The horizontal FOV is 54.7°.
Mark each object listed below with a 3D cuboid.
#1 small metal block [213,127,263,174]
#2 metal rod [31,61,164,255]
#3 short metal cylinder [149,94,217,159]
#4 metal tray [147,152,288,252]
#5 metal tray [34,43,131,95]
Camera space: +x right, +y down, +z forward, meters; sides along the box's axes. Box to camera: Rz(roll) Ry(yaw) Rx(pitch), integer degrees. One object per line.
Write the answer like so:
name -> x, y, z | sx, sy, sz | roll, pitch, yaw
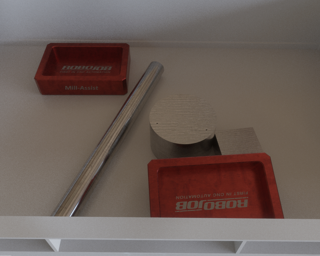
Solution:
small metal block -> 0.096, 0.028, 0.383 | 0.050, 0.025, 0.050 | -6, 50, -6
metal rod -> -0.060, 0.013, 0.393 | 0.025, 0.025, 0.301 | 17, 52, 13
short metal cylinder -> 0.028, 0.003, 0.387 | 0.081, 0.050, 0.080 | 0, 50, 0
metal tray -> 0.055, 0.076, 0.322 | 0.131, 0.030, 0.090 | -3, 67, -3
metal tray -> -0.114, -0.093, 0.477 | 0.131, 0.030, 0.090 | 0, 50, -1
